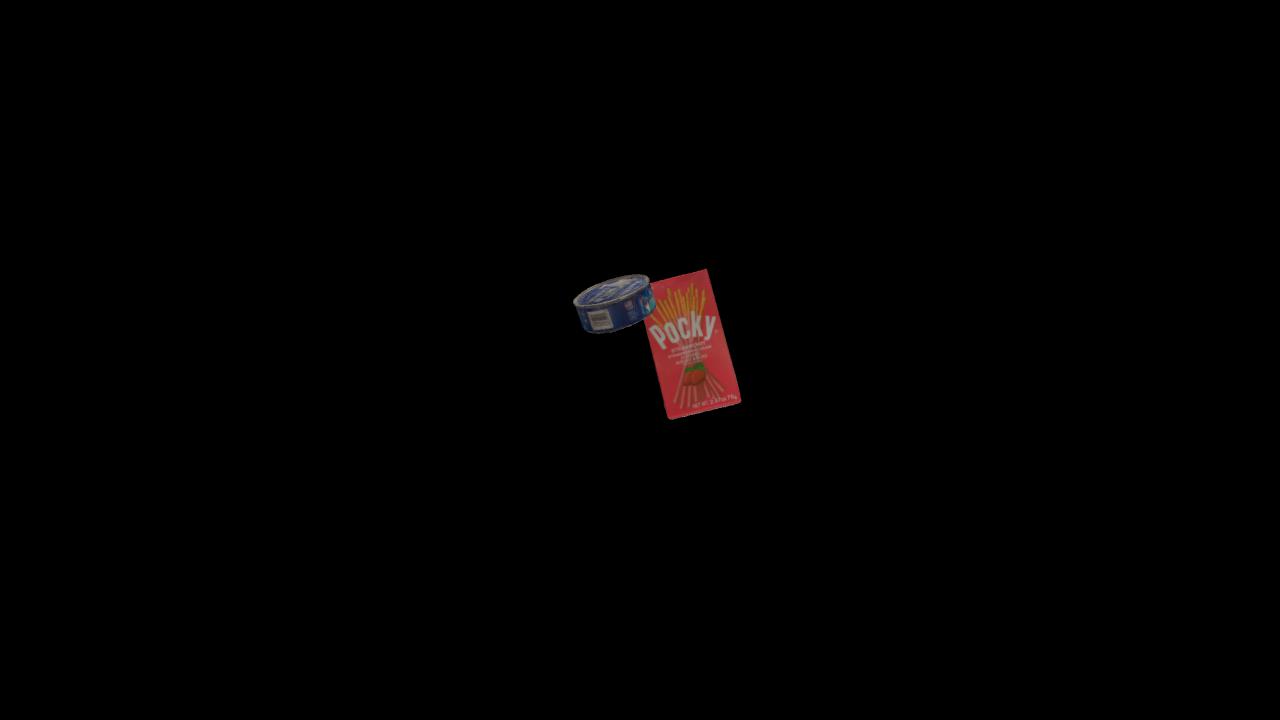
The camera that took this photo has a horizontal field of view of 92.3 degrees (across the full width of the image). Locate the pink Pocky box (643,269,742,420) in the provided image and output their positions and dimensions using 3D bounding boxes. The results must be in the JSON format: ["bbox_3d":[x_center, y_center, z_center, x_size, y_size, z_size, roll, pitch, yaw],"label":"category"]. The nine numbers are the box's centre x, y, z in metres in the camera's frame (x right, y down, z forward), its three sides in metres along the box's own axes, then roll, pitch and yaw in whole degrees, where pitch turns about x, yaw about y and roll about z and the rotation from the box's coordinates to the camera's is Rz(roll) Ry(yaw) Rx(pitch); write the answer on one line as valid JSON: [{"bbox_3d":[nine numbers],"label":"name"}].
[{"bbox_3d":[0.053,-0.018,0.685,0.084,0.155,0.029,-14,-8,3],"label":"pink Pocky box"}]

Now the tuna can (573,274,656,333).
[{"bbox_3d":[-0.026,-0.060,0.651,0.084,0.034,0.084,-16,22,6],"label":"tuna can"}]
